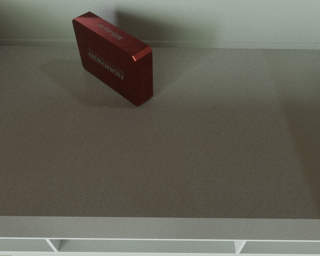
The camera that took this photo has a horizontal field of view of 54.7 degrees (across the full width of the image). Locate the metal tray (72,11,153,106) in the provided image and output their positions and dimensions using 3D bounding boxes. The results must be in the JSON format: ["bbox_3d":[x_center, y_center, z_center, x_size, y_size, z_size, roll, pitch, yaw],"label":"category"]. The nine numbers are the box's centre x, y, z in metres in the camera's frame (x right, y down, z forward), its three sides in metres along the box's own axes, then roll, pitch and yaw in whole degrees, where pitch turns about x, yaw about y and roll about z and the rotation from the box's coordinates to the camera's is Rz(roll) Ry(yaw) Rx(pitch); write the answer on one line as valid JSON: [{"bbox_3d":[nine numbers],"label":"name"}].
[{"bbox_3d":[-0.067,-0.099,0.445,0.130,0.089,0.030,36,59,26],"label":"metal tray"}]
